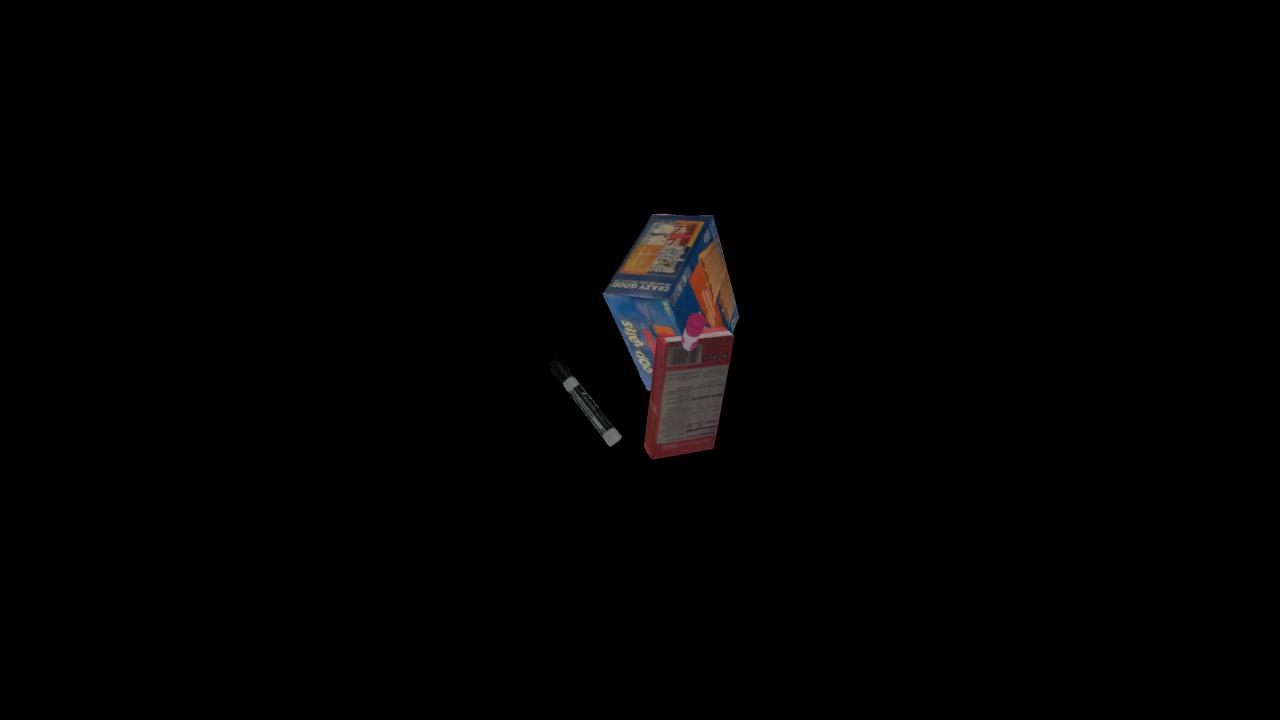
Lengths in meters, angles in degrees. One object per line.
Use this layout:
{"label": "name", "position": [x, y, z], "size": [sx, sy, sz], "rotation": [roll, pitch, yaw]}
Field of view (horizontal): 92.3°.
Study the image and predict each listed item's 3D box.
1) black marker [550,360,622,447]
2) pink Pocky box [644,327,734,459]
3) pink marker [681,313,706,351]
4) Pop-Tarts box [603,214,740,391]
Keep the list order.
{"label": "black marker", "position": [-0.065, 0.048, 0.716], "size": [0.020, 0.121, 0.020], "rotation": [-38, -11, -8]}
{"label": "pink Pocky box", "position": [0.053, 0.039, 0.696], "size": [0.084, 0.155, 0.029], "rotation": [-6, 31, -21]}
{"label": "pink marker", "position": [0.051, -0.019, 0.648], "size": [0.020, 0.020, 0.121], "rotation": [0, -19, -4]}
{"label": "Pop-Tarts box", "position": [0.046, -0.062, 0.723], "size": [0.083, 0.141, 0.167], "rotation": [7, -38, 29]}
